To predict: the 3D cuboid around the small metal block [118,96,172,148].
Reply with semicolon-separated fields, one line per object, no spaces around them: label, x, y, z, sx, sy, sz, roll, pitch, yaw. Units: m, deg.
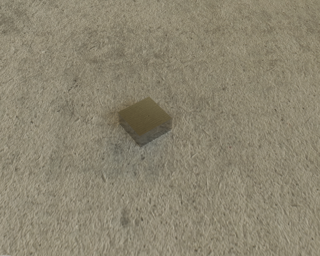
small metal block;-0.020;-0.009;0.412;0.050;0.025;0.050;-30;56;-23
